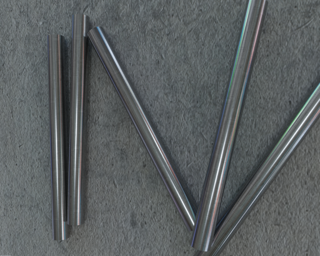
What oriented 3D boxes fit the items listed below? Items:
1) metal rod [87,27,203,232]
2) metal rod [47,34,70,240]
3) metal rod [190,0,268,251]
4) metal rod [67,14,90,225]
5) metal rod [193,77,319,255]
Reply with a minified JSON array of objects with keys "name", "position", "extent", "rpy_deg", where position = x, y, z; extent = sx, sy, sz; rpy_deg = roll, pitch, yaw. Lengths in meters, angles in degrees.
[{"name":"metal rod","position":[-0.023,-0.005,0.415],"extent":[0.025,0.025,0.299],"rpy_deg":[-31,80,17]},{"name":"metal rod","position":[-0.151,0.013,0.460],"extent":[0.025,0.025,0.298],"rpy_deg":[-2,89,19]},{"name":"metal rod","position":[0.082,-0.004,0.368],"extent":[0.025,0.025,0.298],"rpy_deg":[13,90,19]},{"name":"metal rod","position":[-0.118,-0.011,0.449],"extent":[0.025,0.025,0.298],"rpy_deg":[2,91,19]},{"name":"metal rod","position":[0.130,0.043,0.362],"extent":[0.025,0.025,0.299],"rpy_deg":[35,101,16]}]
